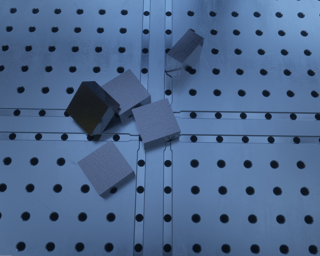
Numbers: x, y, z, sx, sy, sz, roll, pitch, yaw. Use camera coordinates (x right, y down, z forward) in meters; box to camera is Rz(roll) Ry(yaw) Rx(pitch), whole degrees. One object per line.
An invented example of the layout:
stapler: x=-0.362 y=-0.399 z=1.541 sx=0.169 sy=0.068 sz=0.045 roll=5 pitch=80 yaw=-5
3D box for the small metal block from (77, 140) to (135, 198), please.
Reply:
small metal block: x=-0.067 y=0.052 z=0.392 sx=0.050 sy=0.025 sz=0.050 roll=-35 pitch=74 yaw=-12

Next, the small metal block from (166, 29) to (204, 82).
small metal block: x=0.034 y=-0.101 z=0.436 sx=0.025 sy=0.050 sz=0.050 roll=36 pitch=74 yaw=12

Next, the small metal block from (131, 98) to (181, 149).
small metal block: x=-0.005 y=-0.006 z=0.414 sx=0.050 sy=0.025 sz=0.050 roll=-18 pitch=71 yaw=-7

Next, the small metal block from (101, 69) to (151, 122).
small metal block: x=-0.047 y=-0.045 z=0.428 sx=0.050 sy=0.025 sz=0.050 roll=-34 pitch=74 yaw=-12

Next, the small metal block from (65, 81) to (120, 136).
small metal block: x=-0.089 y=-0.026 z=0.406 sx=0.050 sy=0.025 sz=0.050 roll=43 pitch=115 yaw=13
